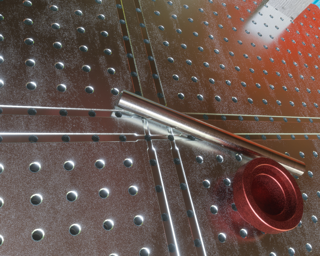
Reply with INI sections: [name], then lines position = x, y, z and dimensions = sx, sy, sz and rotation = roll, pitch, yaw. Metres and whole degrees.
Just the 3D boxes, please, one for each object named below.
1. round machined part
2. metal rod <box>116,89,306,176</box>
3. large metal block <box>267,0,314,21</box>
[round machined part]
position = 0.139, 0.092, 0.416
dimensions = 0.099, 0.042, 0.098
rotation = 14, 56, -21
[metal rod]
position = 0.083, 0.012, 0.445
dimensions = 0.302, 0.025, 0.025
rotation = 21, 54, -16
[large metal block]
position = 0.317, -0.321, 0.739
dimensions = 0.080, 0.080, 0.050
rotation = 29, 52, -10
